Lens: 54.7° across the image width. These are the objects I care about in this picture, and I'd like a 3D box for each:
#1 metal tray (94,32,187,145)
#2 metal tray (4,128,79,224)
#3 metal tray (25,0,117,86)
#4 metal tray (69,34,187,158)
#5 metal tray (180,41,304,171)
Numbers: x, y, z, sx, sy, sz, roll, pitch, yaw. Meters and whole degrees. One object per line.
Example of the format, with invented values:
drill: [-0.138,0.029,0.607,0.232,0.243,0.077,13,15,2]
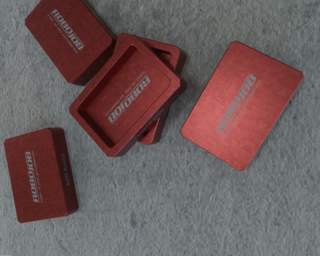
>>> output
metal tray: [-0.028,-0.052,0.415,0.090,0.030,0.129,19,96,18]
metal tray: [-0.180,0.071,0.468,0.090,0.030,0.129,-14,86,19]
metal tray: [-0.128,-0.137,0.450,0.090,0.030,0.130,-41,77,15]
metal tray: [-0.042,-0.038,0.387,0.090,0.030,0.130,47,104,13]
metal tray: [0.095,-0.026,0.372,0.090,0.030,0.129,32,100,16]
